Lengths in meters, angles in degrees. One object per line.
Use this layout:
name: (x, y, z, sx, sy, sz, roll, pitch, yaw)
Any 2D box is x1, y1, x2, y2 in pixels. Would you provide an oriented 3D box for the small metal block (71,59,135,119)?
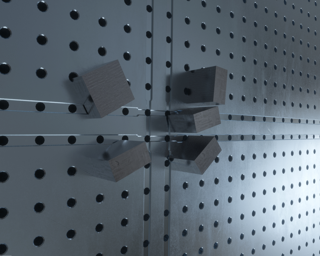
small metal block: (-0.064, -0.044, 0.355, 0.050, 0.025, 0.050, -35, 112, -34)

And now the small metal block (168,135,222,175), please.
small metal block: (0.049, 0.036, 0.433, 0.050, 0.050, 0.025, -45, 117, -30)

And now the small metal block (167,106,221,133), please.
small metal block: (0.048, -0.012, 0.432, 0.050, 0.050, 0.025, -19, 102, -38)

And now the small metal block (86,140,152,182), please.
small metal block: (-0.047, 0.036, 0.353, 0.050, 0.050, 0.025, -27, 107, -37)

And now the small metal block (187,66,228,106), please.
small metal block: (0.068, -0.059, 0.448, 0.025, 0.050, 0.050, 9, 85, -40)
